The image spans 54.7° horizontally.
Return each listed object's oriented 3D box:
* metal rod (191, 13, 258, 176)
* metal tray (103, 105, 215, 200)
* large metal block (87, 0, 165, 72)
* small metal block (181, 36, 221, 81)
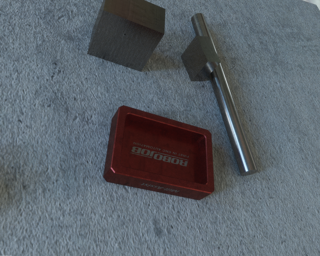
[{"bbox_3d":[0.097,-0.069,0.500,0.025,0.025,0.299,2,61,-28],"label":"metal rod"},{"bbox_3d":[0.002,0.032,0.383,0.131,0.030,0.090,16,55,-20],"label":"metal tray"},{"bbox_3d":[-0.047,-0.133,0.425,0.081,0.080,0.050,15,56,-20],"label":"large metal block"},{"bbox_3d":[0.063,-0.109,0.490,0.025,0.050,0.050,-6,65,-31],"label":"small metal block"}]
